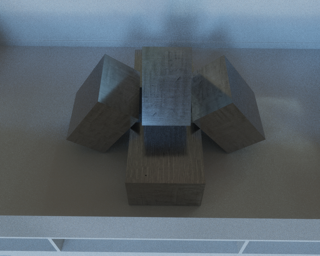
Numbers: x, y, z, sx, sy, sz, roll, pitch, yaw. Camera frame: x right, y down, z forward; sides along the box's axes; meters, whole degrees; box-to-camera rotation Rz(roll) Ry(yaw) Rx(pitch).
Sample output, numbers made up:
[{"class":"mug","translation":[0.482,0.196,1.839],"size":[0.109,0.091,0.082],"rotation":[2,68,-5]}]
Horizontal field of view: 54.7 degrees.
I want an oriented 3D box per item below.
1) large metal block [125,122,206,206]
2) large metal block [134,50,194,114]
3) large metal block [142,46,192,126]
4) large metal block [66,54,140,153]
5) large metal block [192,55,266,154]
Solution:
[{"class":"large metal block","translation":[0.006,0.040,0.353],"size":[0.080,0.050,0.080],"rotation":[1,50,0]},{"class":"large metal block","translation":[0.005,-0.067,0.440],"size":[0.081,0.050,0.080],"rotation":[-1,50,-1]},{"class":"large metal block","translation":[0.006,-0.047,0.355],"size":[0.050,0.079,0.080],"rotation":[0,6,-1]},{"class":"large metal block","translation":[-0.068,-0.028,0.381],"size":[0.050,0.080,0.080],"rotation":[24,44,-28]},{"class":"large metal block","translation":[0.082,-0.028,0.382],"size":[0.050,0.080,0.080],"rotation":[-26,43,29]}]
